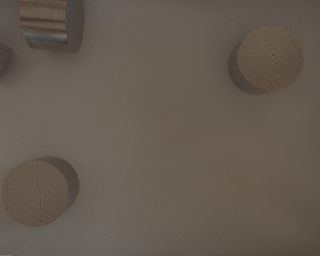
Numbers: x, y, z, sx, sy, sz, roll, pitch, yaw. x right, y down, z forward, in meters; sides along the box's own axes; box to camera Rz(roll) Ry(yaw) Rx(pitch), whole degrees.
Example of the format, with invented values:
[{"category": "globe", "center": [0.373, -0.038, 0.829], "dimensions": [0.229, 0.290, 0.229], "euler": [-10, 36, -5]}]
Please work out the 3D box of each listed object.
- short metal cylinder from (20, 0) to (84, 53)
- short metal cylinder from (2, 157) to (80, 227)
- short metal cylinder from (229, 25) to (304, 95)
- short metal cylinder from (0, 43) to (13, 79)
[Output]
[{"category": "short metal cylinder", "center": [-0.129, -0.136, 0.382], "dimensions": [0.050, 0.080, 0.079], "euler": [5, 90, 0]}, {"category": "short metal cylinder", "center": [-0.150, 0.079, 0.397], "dimensions": [0.081, 0.050, 0.079], "euler": [0, 90, -1]}, {"category": "short metal cylinder", "center": [0.134, -0.085, 0.401], "dimensions": [0.081, 0.050, 0.079], "euler": [0, 90, -1]}, {"category": "short metal cylinder", "center": [-0.232, -0.092, 0.381], "dimensions": [0.080, 0.080, 0.050], "euler": [24, 90, -1]}]
